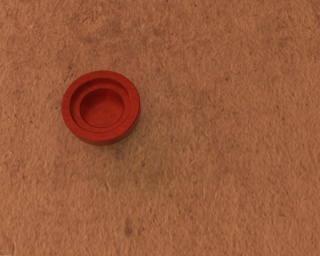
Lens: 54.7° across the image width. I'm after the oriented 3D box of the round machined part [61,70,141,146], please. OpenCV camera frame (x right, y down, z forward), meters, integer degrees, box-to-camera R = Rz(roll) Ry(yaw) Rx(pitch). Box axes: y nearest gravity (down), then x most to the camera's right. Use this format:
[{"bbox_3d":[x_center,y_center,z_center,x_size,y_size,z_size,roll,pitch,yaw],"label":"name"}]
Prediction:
[{"bbox_3d":[-0.074,-0.023,0.407,0.099,0.042,0.098,0,70,-1],"label":"round machined part"}]
